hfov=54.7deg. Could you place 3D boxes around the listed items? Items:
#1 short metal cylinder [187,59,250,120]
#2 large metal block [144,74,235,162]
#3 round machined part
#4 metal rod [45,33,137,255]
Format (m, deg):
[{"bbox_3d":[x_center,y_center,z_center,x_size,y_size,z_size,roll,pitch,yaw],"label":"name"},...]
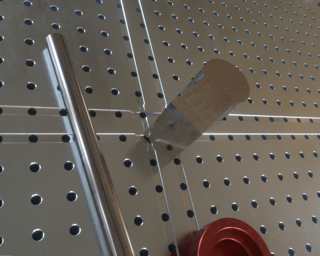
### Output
[{"bbox_3d":[0.089,-0.059,0.476,0.081,0.050,0.080,14,56,-21],"label":"short metal cylinder"},{"bbox_3d":[0.037,-0.012,0.400,0.050,0.080,0.080,47,51,4],"label":"large metal block"},{"bbox_3d":[0.074,0.154,0.343,0.099,0.042,0.098,14,56,-21],"label":"round machined part"},{"bbox_3d":[-0.083,0.015,0.353,0.025,0.025,0.299,-9,66,-32],"label":"metal rod"}]
